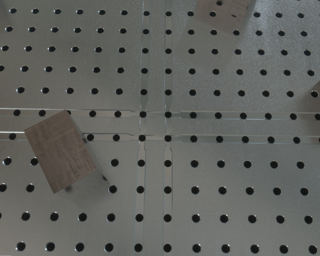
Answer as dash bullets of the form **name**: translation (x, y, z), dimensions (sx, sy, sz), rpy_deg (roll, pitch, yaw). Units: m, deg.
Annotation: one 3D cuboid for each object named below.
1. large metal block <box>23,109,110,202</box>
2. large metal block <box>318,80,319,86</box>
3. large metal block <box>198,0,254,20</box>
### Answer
- **large metal block**: translation (-0.107, 0.036, 0.368), dimensions (0.050, 0.080, 0.080), rpy_deg (-29, 73, -10)
- **large metal block**: translation (0.266, -0.051, 0.404), dimensions (0.050, 0.080, 0.080), rpy_deg (-16, 71, -6)
- **large metal block**: translation (0.116, -0.230, 0.484), dimensions (0.080, 0.050, 0.080), rpy_deg (27, 72, 9)
